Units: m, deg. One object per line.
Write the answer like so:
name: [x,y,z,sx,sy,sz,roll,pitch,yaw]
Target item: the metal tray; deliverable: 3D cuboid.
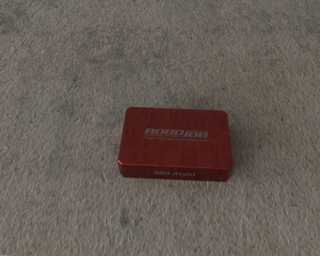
metal tray: [0.019,0.018,0.385,0.131,0.030,0.090,2,50,1]
